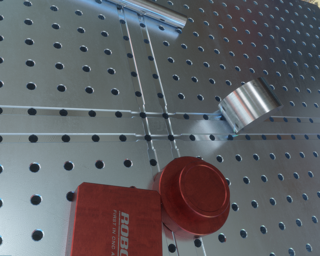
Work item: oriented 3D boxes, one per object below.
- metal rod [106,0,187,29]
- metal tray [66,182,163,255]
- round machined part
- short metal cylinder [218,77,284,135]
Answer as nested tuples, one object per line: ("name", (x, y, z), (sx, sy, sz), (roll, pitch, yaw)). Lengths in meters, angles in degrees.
("metal rod", (-0.096, -0.221, 0.490), (0.302, 0.025, 0.025), (14, 56, -20))
("metal tray", (-0.044, 0.124, 0.305), (0.091, 0.030, 0.130), (12, 57, -22))
("round machined part", (0.044, 0.078, 0.373), (0.099, 0.042, 0.098), (14, 56, -21))
("short metal cylinder", (0.135, -0.032, 0.465), (0.081, 0.080, 0.050), (-20, 73, -35))
